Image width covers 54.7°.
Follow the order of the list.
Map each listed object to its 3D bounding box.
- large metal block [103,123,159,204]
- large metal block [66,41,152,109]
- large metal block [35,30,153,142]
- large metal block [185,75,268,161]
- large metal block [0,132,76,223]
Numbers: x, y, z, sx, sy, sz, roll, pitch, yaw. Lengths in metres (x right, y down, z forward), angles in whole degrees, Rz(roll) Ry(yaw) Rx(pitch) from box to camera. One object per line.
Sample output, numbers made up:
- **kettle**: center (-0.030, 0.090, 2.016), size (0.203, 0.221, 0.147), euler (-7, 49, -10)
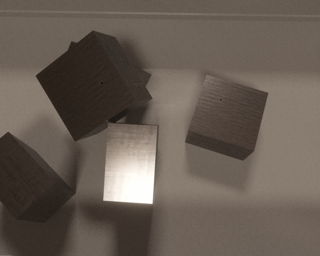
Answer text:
- **large metal block**: center (-0.029, 0.035, 0.355), size (0.050, 0.080, 0.079), euler (4, 91, 1)
- **large metal block**: center (-0.068, -0.065, 0.396), size (0.080, 0.080, 0.050), euler (31, 106, 10)
- **large metal block**: center (-0.069, -0.043, 0.331), size (0.080, 0.050, 0.080), euler (-31, 89, 19)
- **large metal block**: center (0.085, -0.012, 0.402), size (0.080, 0.050, 0.080), euler (18, 71, 6)
- **large metal block**: center (-0.153, 0.060, 0.357), size (0.080, 0.080, 0.050), euler (42, 75, 13)
